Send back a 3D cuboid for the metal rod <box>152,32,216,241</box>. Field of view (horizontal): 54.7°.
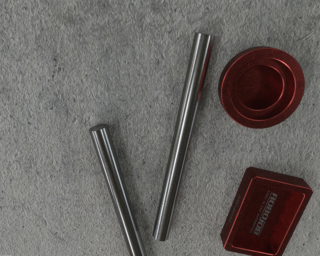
[{"bbox_3d":[0.028,0.026,0.419,0.025,0.025,0.298,10,110,-4],"label":"metal rod"}]

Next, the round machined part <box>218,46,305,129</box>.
[{"bbox_3d":[0.121,-0.052,0.384,0.099,0.042,0.097,0,110,-1],"label":"round machined part"}]

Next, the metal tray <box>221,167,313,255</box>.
[{"bbox_3d":[0.153,0.128,0.456,0.091,0.030,0.129,13,109,-6],"label":"metal tray"}]

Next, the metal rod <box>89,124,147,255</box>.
[{"bbox_3d":[-0.049,0.136,0.459,0.025,0.025,0.298,-12,110,4],"label":"metal rod"}]
